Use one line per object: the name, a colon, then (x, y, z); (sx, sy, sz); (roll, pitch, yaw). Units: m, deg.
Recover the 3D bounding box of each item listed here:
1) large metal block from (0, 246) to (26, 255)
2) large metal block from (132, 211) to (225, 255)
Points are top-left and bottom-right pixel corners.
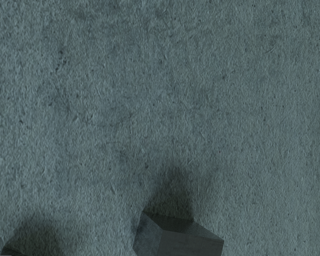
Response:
large metal block: (-0.158, 0.191, 0.338); (0.080, 0.050, 0.080); (32, 80, -17)
large metal block: (0.020, 0.146, 0.387); (0.081, 0.080, 0.050); (17, 85, -19)
